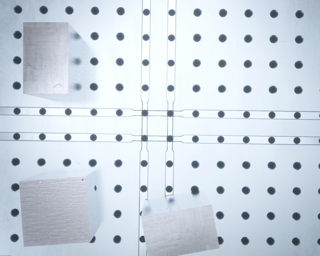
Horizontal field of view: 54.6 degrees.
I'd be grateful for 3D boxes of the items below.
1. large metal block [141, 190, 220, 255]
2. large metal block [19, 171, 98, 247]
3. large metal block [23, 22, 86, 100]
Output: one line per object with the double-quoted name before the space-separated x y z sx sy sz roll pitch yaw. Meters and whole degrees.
"large metal block" 0.023 0.117 0.386 0.080 0.080 0.050 -10 90 0
"large metal block" -0.128 0.101 0.400 0.080 0.050 0.080 -4 90 0
"large metal block" -0.127 -0.078 0.385 0.050 0.080 0.080 0 90 0
